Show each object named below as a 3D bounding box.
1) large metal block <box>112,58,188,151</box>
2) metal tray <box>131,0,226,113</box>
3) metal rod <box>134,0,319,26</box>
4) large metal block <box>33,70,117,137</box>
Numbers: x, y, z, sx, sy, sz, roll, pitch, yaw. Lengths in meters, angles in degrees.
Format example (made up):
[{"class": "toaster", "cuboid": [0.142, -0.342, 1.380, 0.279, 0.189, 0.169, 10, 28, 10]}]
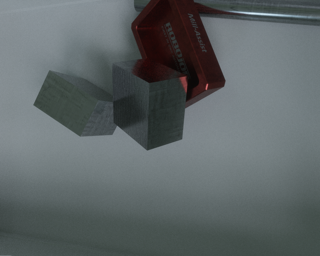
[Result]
[{"class": "large metal block", "cuboid": [-0.015, -0.032, 0.370, 0.080, 0.050, 0.079, 35, 131, 45]}, {"class": "metal tray", "cuboid": [0.017, -0.092, 0.376, 0.090, 0.030, 0.129, -29, 79, 53]}, {"class": "metal rod", "cuboid": [0.110, -0.142, 0.371, 0.301, 0.025, 0.025, 12, 94, 19]}, {"class": "large metal block", "cuboid": [-0.103, -0.031, 0.416, 0.080, 0.080, 0.050, 31, 100, 17]}]
